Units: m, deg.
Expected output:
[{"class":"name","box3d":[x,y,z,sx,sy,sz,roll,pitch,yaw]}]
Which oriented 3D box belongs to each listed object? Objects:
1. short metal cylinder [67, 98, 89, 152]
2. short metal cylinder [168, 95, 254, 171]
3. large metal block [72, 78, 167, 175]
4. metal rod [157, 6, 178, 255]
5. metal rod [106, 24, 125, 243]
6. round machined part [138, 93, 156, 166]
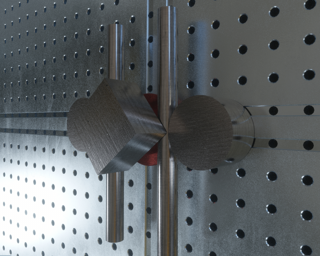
[{"class":"short metal cylinder","box3d":[-0.097,-0.005,0.474,0.080,0.050,0.080,0,90,40]},{"class":"short metal cylinder","box3d":[0.056,0.005,0.346,0.080,0.050,0.080,0,90,40]},{"class":"large metal block","box3d":[-0.051,-0.001,0.374,0.080,0.050,0.080,-46,63,30]},{"class":"metal rod","box3d":[0.009,0.006,0.375,0.025,0.025,0.298,0,90,40]},{"class":"metal rod","box3d":[-0.063,0.007,0.434,0.025,0.025,0.298,1,90,40]},{"class":"round machined part","box3d":[-0.018,0.002,0.414,0.098,0.042,0.097,0,90,40]}]
